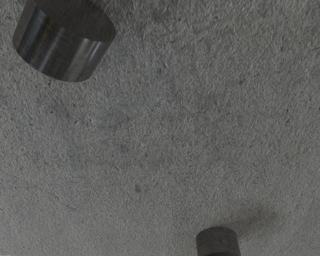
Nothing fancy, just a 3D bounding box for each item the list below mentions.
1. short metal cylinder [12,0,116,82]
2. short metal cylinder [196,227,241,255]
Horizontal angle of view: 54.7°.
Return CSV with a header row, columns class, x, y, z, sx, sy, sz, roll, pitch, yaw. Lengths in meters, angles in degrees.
class,x,y,z,sx,sy,sz,roll,pitch,yaw
short metal cylinder,-0.089,-0.090,0.294,0.080,0.080,0.050,27,125,-21
short metal cylinder,0.111,0.233,0.590,0.081,0.050,0.079,0,130,0
